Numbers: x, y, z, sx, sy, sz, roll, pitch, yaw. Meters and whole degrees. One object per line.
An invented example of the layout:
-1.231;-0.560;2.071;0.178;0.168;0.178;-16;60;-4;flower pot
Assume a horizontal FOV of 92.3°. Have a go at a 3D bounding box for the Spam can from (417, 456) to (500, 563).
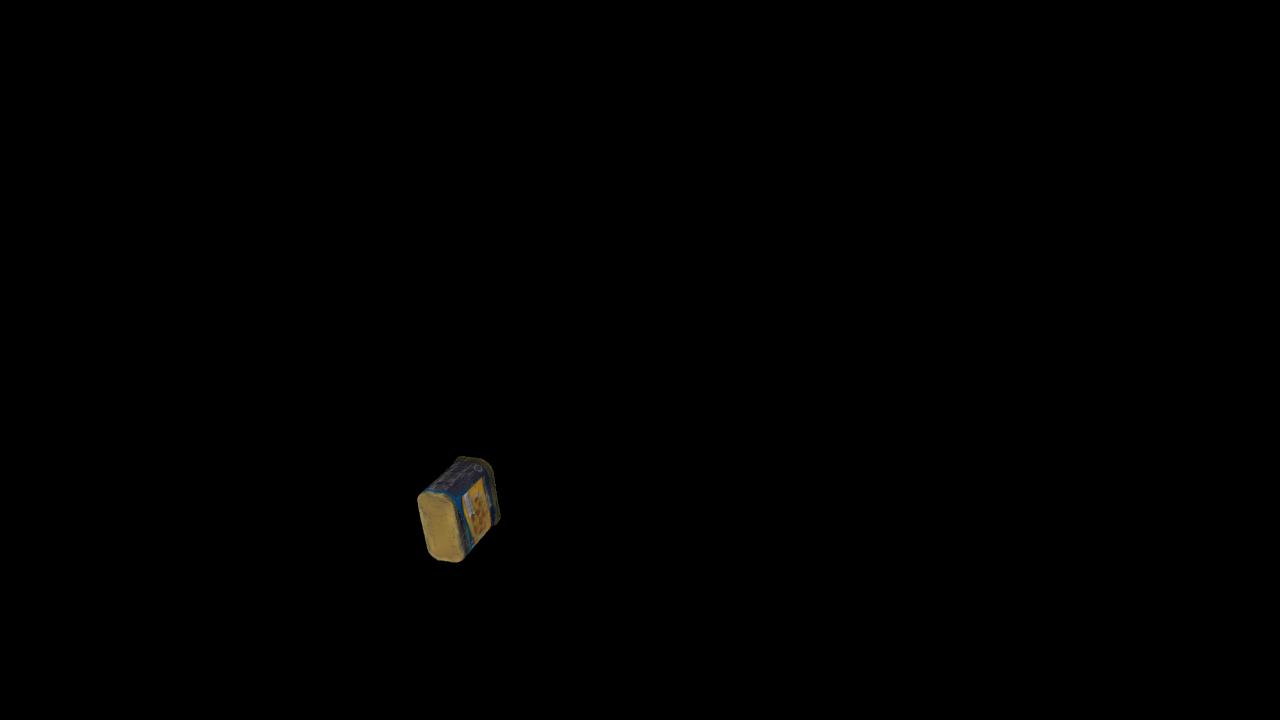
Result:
-0.222;0.184;0.760;0.058;0.101;0.085;3;22;17;Spam can
